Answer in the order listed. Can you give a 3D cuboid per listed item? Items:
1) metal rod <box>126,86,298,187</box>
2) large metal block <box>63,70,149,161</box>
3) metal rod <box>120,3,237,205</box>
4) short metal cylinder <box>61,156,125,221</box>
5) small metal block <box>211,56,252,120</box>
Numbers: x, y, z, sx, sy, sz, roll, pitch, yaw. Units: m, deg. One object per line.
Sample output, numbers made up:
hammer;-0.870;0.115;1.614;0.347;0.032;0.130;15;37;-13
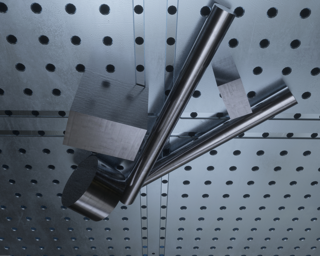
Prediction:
metal rod;0.046;0.032;0.439;0.300;0.025;0.025;-32;124;24
large metal block;-0.060;-0.016;0.361;0.081;0.080;0.050;15;128;-13
metal rod;0.008;-0.007;0.389;0.025;0.025;0.298;18;123;-15
short metal cylinder;-0.096;0.087;0.448;0.080;0.080;0.050;-36;122;26
small metal block;0.082;-0.047;0.357;0.025;0.050;0.050;-20;128;15
